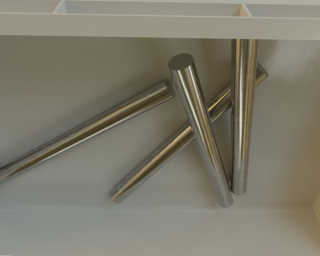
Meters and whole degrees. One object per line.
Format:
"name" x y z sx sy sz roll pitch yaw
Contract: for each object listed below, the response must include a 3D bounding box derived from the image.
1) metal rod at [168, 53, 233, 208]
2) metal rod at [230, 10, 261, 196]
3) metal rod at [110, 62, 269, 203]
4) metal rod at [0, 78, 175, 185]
"metal rod" 0.065 0.029 0.406 0.025 0.025 0.299 -14 138 11
"metal rod" 0.100 0.000 0.383 0.025 0.025 0.299 -8 138 6
"metal rod" 0.022 0.021 0.427 0.025 0.025 0.299 31 123 -24
"metal rod" -0.116 0.013 0.418 0.300 0.025 0.025 -26 126 19
